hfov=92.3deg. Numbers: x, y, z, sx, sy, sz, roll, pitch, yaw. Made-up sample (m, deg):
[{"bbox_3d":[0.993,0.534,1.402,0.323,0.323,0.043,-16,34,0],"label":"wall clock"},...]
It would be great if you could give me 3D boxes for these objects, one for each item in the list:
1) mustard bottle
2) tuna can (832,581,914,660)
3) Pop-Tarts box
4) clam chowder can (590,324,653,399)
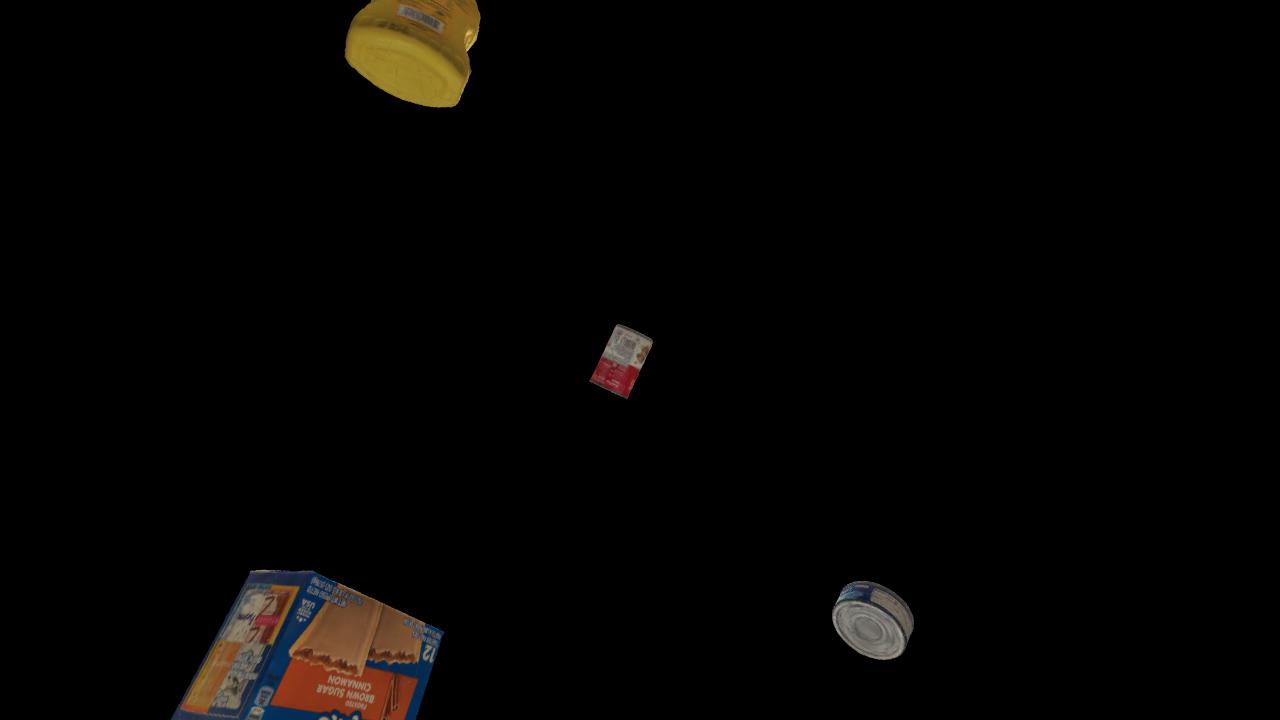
[{"bbox_3d":[-0.183,-0.296,0.527,0.092,0.184,0.054,12,-38,-20],"label":"mustard bottle"},{"bbox_3d":[0.263,0.297,0.699,0.084,0.084,0.034,0,23,39],"label":"tuna can"},{"bbox_3d":[-0.269,0.275,0.518,0.083,0.141,0.167,-10,-42,26],"label":"Pop-Tarts box"},{"bbox_3d":[-0.029,0.002,0.977,0.068,0.102,0.068,24,-3,1],"label":"clam chowder can"}]
